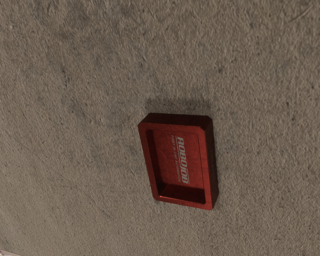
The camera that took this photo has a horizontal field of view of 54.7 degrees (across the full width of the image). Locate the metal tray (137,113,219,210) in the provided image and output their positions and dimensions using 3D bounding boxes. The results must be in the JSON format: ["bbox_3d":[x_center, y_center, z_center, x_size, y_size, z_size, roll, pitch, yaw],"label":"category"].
[{"bbox_3d":[0.027,0.045,0.416,0.090,0.030,0.129,4,121,25],"label":"metal tray"}]
